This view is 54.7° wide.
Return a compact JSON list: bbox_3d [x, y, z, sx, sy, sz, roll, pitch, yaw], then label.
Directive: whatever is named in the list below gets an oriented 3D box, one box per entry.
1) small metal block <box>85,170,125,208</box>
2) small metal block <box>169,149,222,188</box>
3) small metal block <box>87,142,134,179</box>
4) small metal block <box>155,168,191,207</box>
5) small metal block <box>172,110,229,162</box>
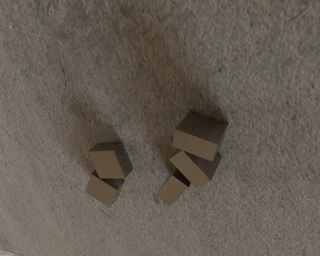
[{"bbox_3d":[-0.091,0.097,0.513,0.050,0.025,0.050,31,128,8],"label":"small metal block"},{"bbox_3d":[0.046,0.038,0.389,0.050,0.050,0.025,47,129,-5],"label":"small metal block"},{"bbox_3d":[-0.076,0.050,0.476,0.050,0.025,0.050,-5,116,30],"label":"small metal block"},{"bbox_3d":[0.025,0.070,0.420,0.025,0.050,0.050,37,129,3],"label":"small metal block"},{"bbox_3d":[0.049,0.008,0.369,0.050,0.050,0.025,20,126,16],"label":"small metal block"}]
